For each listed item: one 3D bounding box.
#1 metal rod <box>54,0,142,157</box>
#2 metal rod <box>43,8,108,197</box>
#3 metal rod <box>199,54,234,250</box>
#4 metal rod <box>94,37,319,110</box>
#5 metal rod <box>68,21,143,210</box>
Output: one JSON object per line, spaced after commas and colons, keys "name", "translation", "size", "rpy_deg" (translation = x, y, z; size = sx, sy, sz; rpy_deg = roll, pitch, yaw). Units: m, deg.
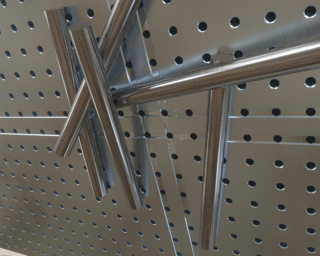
{"name": "metal rod", "translation": [-0.078, -0.071, 0.386], "size": [0.025, 0.025, 0.298], "rpy_deg": [36, 123, 4]}
{"name": "metal rod", "translation": [-0.117, -0.019, 0.458], "size": [0.025, 0.025, 0.298], "rpy_deg": [7, 122, 24]}
{"name": "metal rod", "translation": [0.070, 0.052, 0.405], "size": [0.025, 0.025, 0.298], "rpy_deg": [12, 124, 21]}
{"name": "metal rod", "translation": [0.029, -0.049, 0.337], "size": [0.300, 0.025, 0.025], "rpy_deg": [-7, 115, 40]}
{"name": "metal rod", "translation": [-0.062, 0.008, 0.416], "size": [0.025, 0.025, 0.298], "rpy_deg": [9, 132, 23]}
